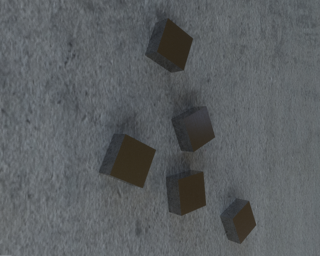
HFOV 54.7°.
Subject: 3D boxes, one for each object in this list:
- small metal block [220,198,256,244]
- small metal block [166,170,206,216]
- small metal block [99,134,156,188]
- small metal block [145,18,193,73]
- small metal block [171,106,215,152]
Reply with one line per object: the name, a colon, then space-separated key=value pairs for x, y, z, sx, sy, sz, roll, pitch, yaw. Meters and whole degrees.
small metal block: x=0.132 y=0.155 z=0.519 sx=0.050 sy=0.025 sz=0.050 roll=-32 pitch=110 yaw=-36
small metal block: x=0.037 y=0.090 z=0.439 sx=0.050 sy=0.025 sz=0.050 roll=-9 pitch=96 yaw=-40
small metal block: x=-0.038 y=0.040 z=0.374 sx=0.050 sy=0.025 sz=0.050 roll=31 pitch=71 yaw=-36
small metal block: x=0.013 y=-0.110 z=0.418 sx=0.050 sy=0.025 sz=0.050 roll=27 pitch=73 yaw=-37
small metal block: x=0.049 y=0.001 z=0.448 sx=0.050 sy=0.025 sz=0.050 roll=-29 pitch=109 yaw=-36
